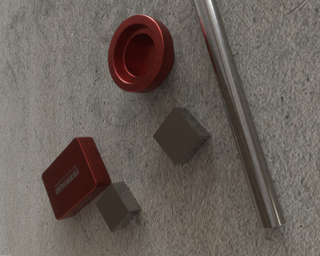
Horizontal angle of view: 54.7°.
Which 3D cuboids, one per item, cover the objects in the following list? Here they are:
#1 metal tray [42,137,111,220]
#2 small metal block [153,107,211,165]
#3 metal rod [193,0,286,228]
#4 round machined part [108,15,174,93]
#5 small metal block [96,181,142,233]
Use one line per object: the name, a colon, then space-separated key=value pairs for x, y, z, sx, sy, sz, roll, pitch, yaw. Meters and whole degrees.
metal tray: x=-0.144 y=0.085 z=0.517 sx=0.129 sy=0.030 sz=0.090 roll=-42 pitch=65 yaw=31
small metal block: x=0.026 y=0.010 z=0.382 sx=0.050 sy=0.025 sz=0.050 roll=51 pitch=120 yaw=27
metal rod: x=0.077 y=-0.045 z=0.339 sx=0.025 sy=0.025 sz=0.299 roll=-23 pitch=76 yaw=37
round machined part: x=-0.020 y=-0.094 z=0.409 sx=0.098 sy=0.042 sz=0.097 roll=0 pitch=90 yaw=39
small metal block: x=-0.061 y=0.115 z=0.453 sx=0.050 sy=0.025 sz=0.050 roll=52 pitch=120 yaw=27
